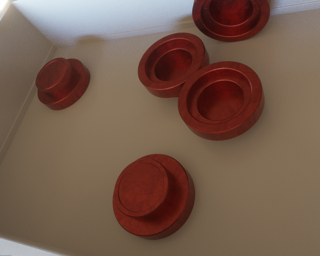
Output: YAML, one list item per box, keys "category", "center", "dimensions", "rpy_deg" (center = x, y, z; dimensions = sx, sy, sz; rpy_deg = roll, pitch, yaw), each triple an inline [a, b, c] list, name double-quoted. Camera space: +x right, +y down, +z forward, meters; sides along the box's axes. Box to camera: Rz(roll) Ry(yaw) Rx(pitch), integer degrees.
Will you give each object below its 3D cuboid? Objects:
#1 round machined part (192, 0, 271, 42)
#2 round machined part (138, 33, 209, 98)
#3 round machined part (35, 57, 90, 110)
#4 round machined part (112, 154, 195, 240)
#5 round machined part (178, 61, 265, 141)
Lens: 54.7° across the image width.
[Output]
- category: "round machined part"
  center: [0.094, -0.163, 0.410]
  dimensions: [0.098, 0.098, 0.042]
  rpy_deg: [-2, 61, 27]
- category: "round machined part"
  center: [0.022, -0.082, 0.434]
  dimensions: [0.098, 0.042, 0.098]
  rpy_deg: [-13, 56, 21]
- category: "round machined part"
  center: [-0.174, -0.083, 0.538]
  dimensions: [0.098, 0.042, 0.098]
  rpy_deg: [-13, 56, 21]
- category: "round machined part"
  center: [-0.013, 0.074, 0.356]
  dimensions: [0.098, 0.042, 0.098]
  rpy_deg: [-13, 56, 21]
- category: "round machined part"
  center: [0.075, -0.028, 0.372]
  dimensions: [0.098, 0.042, 0.098]
  rpy_deg: [-12, 58, 20]
